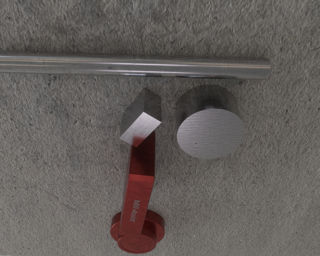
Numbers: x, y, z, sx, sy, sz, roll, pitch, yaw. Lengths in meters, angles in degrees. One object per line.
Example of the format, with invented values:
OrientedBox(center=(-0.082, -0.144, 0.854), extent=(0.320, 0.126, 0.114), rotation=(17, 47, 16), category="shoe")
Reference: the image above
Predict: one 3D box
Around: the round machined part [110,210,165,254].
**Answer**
OrientedBox(center=(-0.040, 0.191, 0.558), extent=(0.099, 0.042, 0.097), rotation=(0, 130, 0), category="round machined part")

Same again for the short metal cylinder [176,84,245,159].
OrientedBox(center=(0.060, -0.007, 0.386), extent=(0.081, 0.050, 0.079), rotation=(0, 130, 0), category="short metal cylinder")

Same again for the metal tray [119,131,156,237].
OrientedBox(center=(-0.032, 0.077, 0.429), extent=(0.030, 0.090, 0.129), rotation=(8, 130, -7), category="metal tray")

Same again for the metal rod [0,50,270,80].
OrientedBox(center=(-0.030, -0.070, 0.347), extent=(0.302, 0.025, 0.025), rotation=(1, 130, -2), category="metal rod")

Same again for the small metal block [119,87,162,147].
OrientedBox(center=(-0.023, -0.013, 0.379), extent=(0.025, 0.050, 0.050), rotation=(30, 124, -23), category="small metal block")
